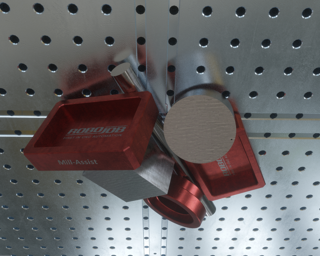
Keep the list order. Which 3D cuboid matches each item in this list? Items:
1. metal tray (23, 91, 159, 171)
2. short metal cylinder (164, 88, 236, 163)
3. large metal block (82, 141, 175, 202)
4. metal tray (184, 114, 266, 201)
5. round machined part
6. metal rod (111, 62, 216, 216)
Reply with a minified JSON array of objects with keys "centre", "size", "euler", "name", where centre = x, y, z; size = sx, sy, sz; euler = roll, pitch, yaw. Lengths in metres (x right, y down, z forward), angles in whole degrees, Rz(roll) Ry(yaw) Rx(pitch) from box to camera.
[{"centre":[-0.075,0.003,0.348],"size":[0.130,0.090,0.030],"euler":[-3,133,22],"name":"metal tray"},{"centre":[0.048,-0.004,0.368],"size":[0.080,0.050,0.079],"euler":[3,107,10],"name":"short metal cylinder"},{"centre":[-0.041,0.053,0.411],"size":[0.080,0.050,0.080],"euler":[-22,130,40],"name":"large metal block"},{"centre":[0.090,0.048,0.445],"size":[0.090,0.030,0.130],"euler":[-20,128,16],"name":"metal tray"},{"centre":[0.025,0.106,0.467],"size":[0.098,0.042,0.098],"euler":[24,149,16],"name":"round machined part"},{"centre":[0.019,0.036,0.437],"size":[0.025,0.025,0.299],"euler":[-20,128,16],"name":"metal rod"}]
